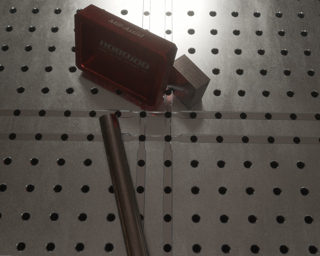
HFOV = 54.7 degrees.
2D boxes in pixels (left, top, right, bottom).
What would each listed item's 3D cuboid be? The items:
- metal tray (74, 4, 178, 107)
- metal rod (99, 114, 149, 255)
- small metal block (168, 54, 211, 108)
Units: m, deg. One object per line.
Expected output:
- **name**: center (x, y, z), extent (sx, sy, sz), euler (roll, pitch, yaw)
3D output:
- **metal tray**: center (-0.049, -0.093, 0.408), extent (0.130, 0.089, 0.030), euler (28, 51, 9)
- **metal rod**: center (-0.032, 0.122, 0.366), extent (0.025, 0.025, 0.299), euler (-14, 71, -5)
- **small metal block**: center (0.036, -0.063, 0.420), extent (0.025, 0.050, 0.050), euler (-37, 74, -20)
